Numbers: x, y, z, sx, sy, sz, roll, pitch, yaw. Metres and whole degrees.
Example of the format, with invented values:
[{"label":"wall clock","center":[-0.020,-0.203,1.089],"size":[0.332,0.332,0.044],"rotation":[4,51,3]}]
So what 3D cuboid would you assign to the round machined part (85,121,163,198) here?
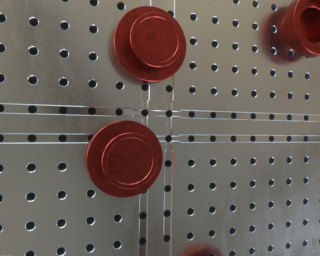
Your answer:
[{"label":"round machined part","center":[-0.042,0.039,0.388],"size":[0.099,0.042,0.097],"rotation":[0,90,-20]}]

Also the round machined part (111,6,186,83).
[{"label":"round machined part","center":[-0.011,-0.109,0.399],"size":[0.099,0.042,0.097],"rotation":[0,90,-20]}]

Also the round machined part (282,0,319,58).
[{"label":"round machined part","center":[0.235,-0.159,0.489],"size":[0.099,0.042,0.097],"rotation":[0,90,-20]}]
